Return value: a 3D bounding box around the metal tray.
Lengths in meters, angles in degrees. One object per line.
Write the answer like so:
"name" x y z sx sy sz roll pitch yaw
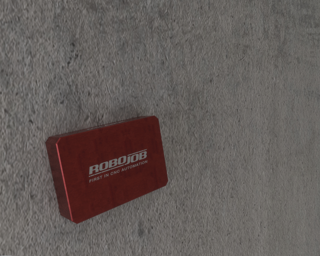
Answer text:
"metal tray" -0.054 0.041 0.355 0.131 0.030 0.090 -15 100 -39
